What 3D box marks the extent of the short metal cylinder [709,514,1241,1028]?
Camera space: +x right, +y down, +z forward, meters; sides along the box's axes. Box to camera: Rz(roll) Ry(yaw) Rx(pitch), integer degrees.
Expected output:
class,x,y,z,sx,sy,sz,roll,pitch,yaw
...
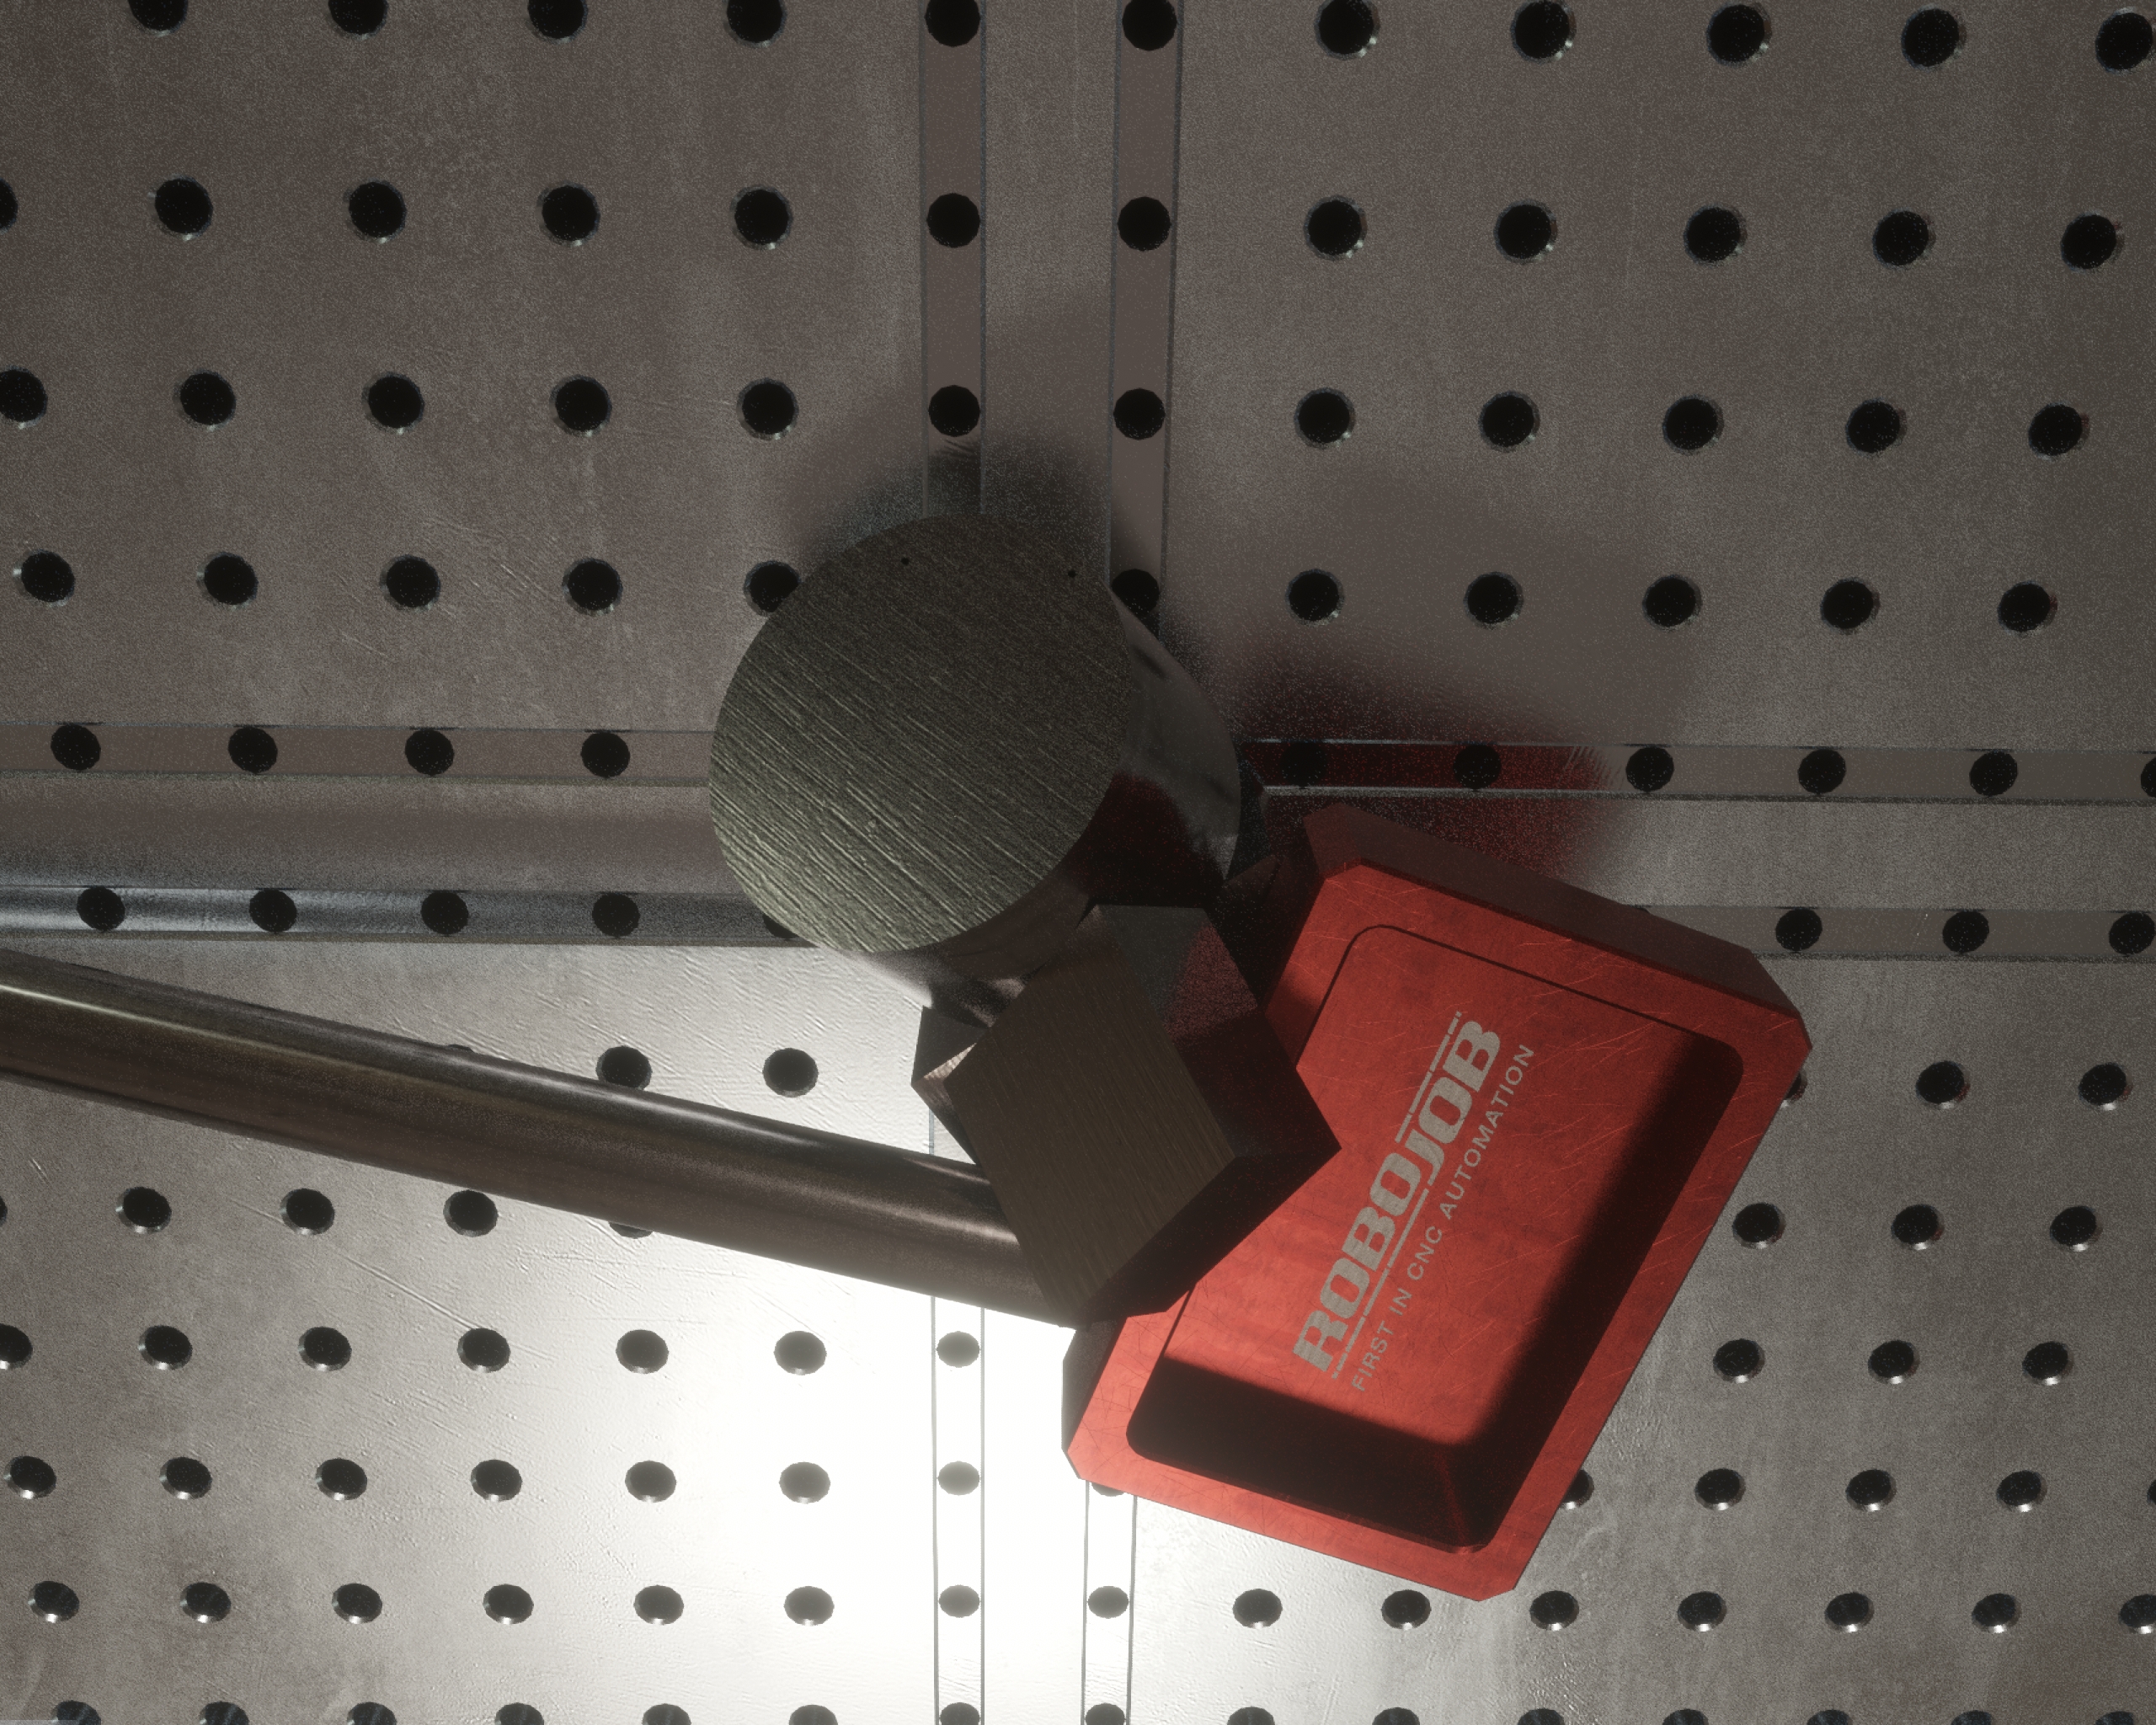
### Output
class,x,y,z,sx,sy,sz,roll,pitch,yaw
short metal cylinder,-0.018,-0.015,0.372,0.080,0.080,0.050,-33,150,11

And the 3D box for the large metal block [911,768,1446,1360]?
class,x,y,z,sx,sy,sz,roll,pitch,yaw
large metal block,0.025,0.042,0.414,0.080,0.050,0.080,-34,107,11

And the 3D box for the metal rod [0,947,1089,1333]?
class,x,y,z,sx,sy,sz,roll,pitch,yaw
metal rod,-0.142,0.043,0.396,0.302,0.025,0.025,12,110,7

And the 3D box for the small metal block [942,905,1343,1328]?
class,x,y,z,sx,sy,sz,roll,pitch,yaw
small metal block,0.009,0.042,0.352,0.025,0.050,0.050,4,137,-43

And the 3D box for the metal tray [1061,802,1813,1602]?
class,x,y,z,sx,sy,sz,roll,pitch,yaw
metal tray,0.061,0.064,0.379,0.091,0.030,0.129,19,109,-7
